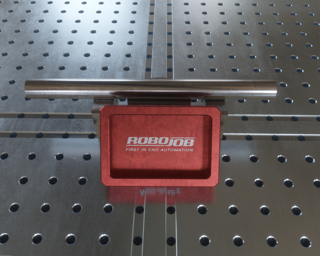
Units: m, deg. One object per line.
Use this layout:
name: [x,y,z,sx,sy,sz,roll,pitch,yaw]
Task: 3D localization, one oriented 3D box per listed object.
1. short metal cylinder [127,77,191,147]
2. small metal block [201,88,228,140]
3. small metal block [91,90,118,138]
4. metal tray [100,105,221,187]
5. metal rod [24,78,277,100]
short metal cylinder: [-0.001,-0.022,0.409,0.080,0.050,0.080,0,50,0]
small metal block: [0.069,-0.019,0.408,0.025,0.050,0.050,-1,50,0]
small metal block: [-0.070,-0.022,0.409,0.025,0.050,0.050,-1,50,0]
metal tray: [0.000,0.019,0.352,0.131,0.089,0.030,0,7,0]
metal rod: [-0.011,-0.048,0.382,0.302,0.025,0.025,0,50,0]
